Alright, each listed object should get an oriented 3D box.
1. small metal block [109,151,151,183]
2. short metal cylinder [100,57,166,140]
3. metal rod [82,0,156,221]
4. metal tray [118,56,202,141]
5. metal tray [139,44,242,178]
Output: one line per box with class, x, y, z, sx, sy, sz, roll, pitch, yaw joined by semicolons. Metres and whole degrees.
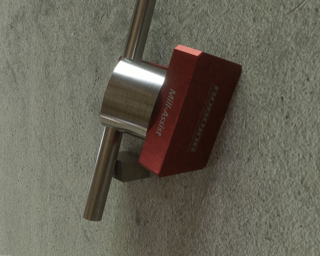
small metal block;-0.047;0.052;0.427;0.050;0.050;0.025;17;101;38
short metal cylinder;-0.025;-0.032;0.342;0.050;0.080;0.079;19;105;4
metal rod;-0.051;-0.030;0.395;0.025;0.025;0.298;14;90;39
metal tray;-0.010;-0.039;0.409;0.130;0.030;0.089;23;105;37
metal tray;0.035;-0.015;0.334;0.030;0.091;0.129;29;108;36
